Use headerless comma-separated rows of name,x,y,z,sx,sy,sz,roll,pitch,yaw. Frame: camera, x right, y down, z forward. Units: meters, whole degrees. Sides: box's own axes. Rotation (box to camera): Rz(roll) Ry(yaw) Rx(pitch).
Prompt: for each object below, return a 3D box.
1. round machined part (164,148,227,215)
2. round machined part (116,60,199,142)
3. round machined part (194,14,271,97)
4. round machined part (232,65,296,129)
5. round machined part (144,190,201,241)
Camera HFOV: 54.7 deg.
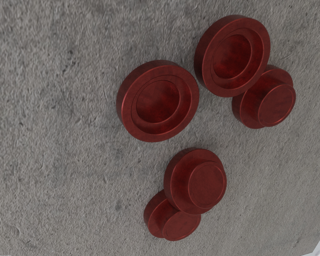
round machined part,0.058,0.079,0.451,0.099,0.042,0.097,-1,92,-29
round machined part,-0.006,-0.035,0.371,0.099,0.042,0.097,-14,124,-21
round machined part,0.084,-0.091,0.385,0.099,0.042,0.097,-14,124,-21
round machined part,0.159,-0.040,0.458,0.099,0.042,0.097,-14,124,-21
round machined part,0.027,0.142,0.498,0.099,0.042,0.097,-14,124,-21
